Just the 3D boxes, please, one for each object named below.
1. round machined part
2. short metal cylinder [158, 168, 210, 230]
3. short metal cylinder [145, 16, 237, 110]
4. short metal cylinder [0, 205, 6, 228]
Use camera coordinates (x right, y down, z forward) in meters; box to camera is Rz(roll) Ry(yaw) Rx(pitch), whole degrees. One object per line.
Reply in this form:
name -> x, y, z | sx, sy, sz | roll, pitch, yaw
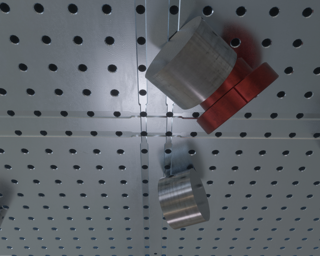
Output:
round machined part -> 0.077, -0.040, 0.343 | 0.042, 0.099, 0.098 | 50, 120, 6
short metal cylinder -> 0.037, 0.106, 0.466 | 0.050, 0.080, 0.080 | -20, 127, 16
short metal cylinder -> 0.030, -0.065, 0.316 | 0.050, 0.080, 0.080 | 39, 120, -19
short metal cylinder -> -0.316, 0.162, 0.530 | 0.081, 0.050, 0.079 | 0, 130, 0
